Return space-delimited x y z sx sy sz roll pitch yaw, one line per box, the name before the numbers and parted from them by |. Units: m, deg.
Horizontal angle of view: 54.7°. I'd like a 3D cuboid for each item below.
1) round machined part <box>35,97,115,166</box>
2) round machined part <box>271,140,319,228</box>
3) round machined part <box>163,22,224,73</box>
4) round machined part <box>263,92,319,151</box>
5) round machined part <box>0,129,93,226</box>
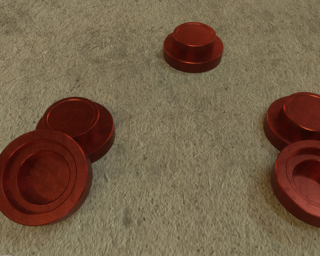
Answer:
round machined part | -0.109 -0.002 0.393 0.099 0.042 0.098 0 50 0
round machined part | 0.171 0.064 0.339 0.099 0.042 0.098 0 50 0
round machined part | 0.055 -0.138 0.508 0.099 0.042 0.098 0 50 0
round machined part | 0.189 -0.009 0.401 0.099 0.042 0.098 0 50 0
round machined part | -0.121 0.053 0.331 0.099 0.042 0.098 -1 74 3
